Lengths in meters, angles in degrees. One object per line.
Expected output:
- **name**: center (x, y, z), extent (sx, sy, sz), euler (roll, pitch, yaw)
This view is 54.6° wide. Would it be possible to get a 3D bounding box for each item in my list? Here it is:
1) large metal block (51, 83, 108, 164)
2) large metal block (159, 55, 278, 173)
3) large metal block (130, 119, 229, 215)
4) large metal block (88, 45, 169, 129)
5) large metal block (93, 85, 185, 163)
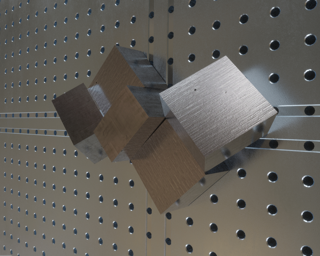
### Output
- **large metal block**: center (-0.103, -0.004, 0.450), extent (0.050, 0.080, 0.080), euler (-31, 65, -6)
- **large metal block**: center (0.057, -0.014, 0.319), extent (0.080, 0.050, 0.080), euler (-31, 65, -7)
- **large metal block**: center (0.021, 0.045, 0.376), extent (0.080, 0.050, 0.080), euler (-48, 60, 29)
- **large metal block**: center (-0.045, -0.054, 0.431), extent (0.080, 0.050, 0.080), euler (-50, 61, 30)
- **large metal block**: center (-0.023, -0.005, 0.393), extent (0.080, 0.081, 0.050), euler (-50, 62, 28)
